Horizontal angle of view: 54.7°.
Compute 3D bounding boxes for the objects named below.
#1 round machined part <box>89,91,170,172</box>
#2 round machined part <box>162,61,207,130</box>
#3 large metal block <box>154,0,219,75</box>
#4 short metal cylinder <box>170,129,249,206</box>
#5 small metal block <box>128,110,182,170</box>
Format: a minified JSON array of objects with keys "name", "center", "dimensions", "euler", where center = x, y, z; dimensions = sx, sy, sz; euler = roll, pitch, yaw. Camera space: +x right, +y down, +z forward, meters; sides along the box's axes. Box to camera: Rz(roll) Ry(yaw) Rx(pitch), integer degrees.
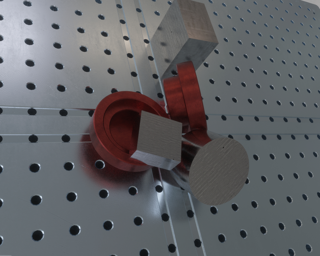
[{"name":"round machined part","center":[-0.036,0.007,0.373],"dimensions":[0.099,0.042,0.098],"euler":[14,56,-21]},{"name":"round machined part","center":[0.032,-0.037,0.413],"dimensions":[0.042,0.098,0.098],"euler":[-13,63,5]},{"name":"large metal block","center":[0.037,-0.137,0.476],"dimensions":[0.050,0.080,0.080],"euler":[2,61,-28]},{"name":"short metal cylinder","center":[0.058,0.045,0.371],"dimensions":[0.081,0.050,0.079],"euler":[-5,102,-23]},{"name":"small metal block","center":[-0.004,0.014,0.343],"dimensions":[0.050,0.025,0.050],"euler":[17,55,-19]}]
